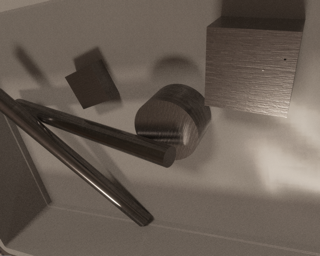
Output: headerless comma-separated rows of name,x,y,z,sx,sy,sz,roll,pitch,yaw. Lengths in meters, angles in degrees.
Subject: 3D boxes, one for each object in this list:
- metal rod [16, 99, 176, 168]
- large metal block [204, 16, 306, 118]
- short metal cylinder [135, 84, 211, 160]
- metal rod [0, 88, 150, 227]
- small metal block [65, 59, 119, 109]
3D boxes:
metal rod,-0.110,-0.002,0.424,0.300,0.025,0.025,16,126,33
large metal block,0.091,-0.063,0.305,0.080,0.050,0.079,11,123,22
short metal cylinder,0.016,-0.008,0.378,0.080,0.050,0.079,13,124,20
metal rod,-0.129,0.053,0.475,0.300,0.025,0.025,44,130,-16
small metal block,-0.092,-0.058,0.419,0.050,0.025,0.050,-15,111,34
